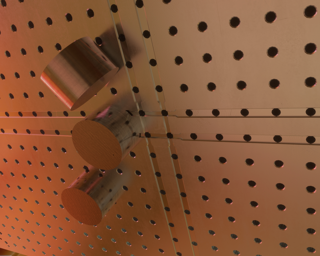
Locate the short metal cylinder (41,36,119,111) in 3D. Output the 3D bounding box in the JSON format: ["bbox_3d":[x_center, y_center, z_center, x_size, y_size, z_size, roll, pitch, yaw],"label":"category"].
[{"bbox_3d":[-0.098,-0.067,0.384,0.050,0.080,0.080,47,129,-5],"label":"short metal cylinder"}]

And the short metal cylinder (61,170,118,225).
[{"bbox_3d":[-0.119,0.118,0.529,0.080,0.050,0.079,13,124,20],"label":"short metal cylinder"}]

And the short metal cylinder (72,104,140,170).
[{"bbox_3d":[-0.077,0.013,0.441,0.080,0.050,0.079,13,124,20],"label":"short metal cylinder"}]
